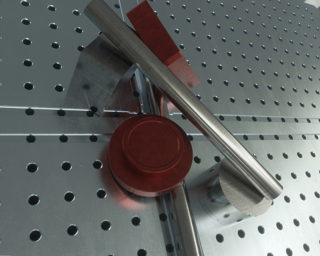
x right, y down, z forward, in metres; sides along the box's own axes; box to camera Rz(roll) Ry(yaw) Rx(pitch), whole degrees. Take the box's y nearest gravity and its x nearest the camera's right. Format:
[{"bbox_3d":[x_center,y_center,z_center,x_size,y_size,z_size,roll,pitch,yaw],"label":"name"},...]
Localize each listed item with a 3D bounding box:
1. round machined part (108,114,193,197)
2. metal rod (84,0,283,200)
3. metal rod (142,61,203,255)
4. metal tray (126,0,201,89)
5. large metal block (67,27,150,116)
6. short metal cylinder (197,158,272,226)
[{"bbox_3d":[-0.010,0.026,0.357,0.099,0.042,0.098,4,62,-7],"label":"round machined part"},{"bbox_3d":[0.032,-0.027,0.353,0.300,0.025,0.025,45,50,-8],"label":"metal rod"},{"bbox_3d":[0.006,0.012,0.406,0.025,0.025,0.299,2,61,-28],"label":"metal rod"},{"bbox_3d":[0.010,-0.105,0.426,0.090,0.030,0.130,60,11,15],"label":"metal tray"},{"bbox_3d":[-0.064,-0.075,0.386,0.050,0.080,0.080,36,51,-5],"label":"large metal block"},{"bbox_3d":[0.096,0.079,0.398,0.081,0.050,0.080,14,56,-21],"label":"short metal cylinder"}]
